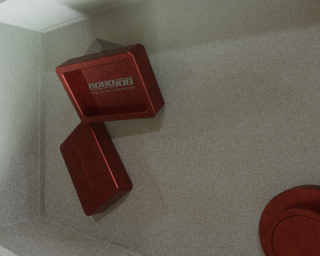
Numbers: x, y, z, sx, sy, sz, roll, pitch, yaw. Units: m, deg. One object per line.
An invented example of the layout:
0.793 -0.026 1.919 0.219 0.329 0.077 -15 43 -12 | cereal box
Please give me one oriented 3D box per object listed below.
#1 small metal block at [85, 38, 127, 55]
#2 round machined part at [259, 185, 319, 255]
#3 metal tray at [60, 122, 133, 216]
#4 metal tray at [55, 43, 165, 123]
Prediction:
-0.082 -0.100 0.456 0.050 0.050 0.025 -44 64 31 | small metal block
0.137 0.104 0.282 0.098 0.042 0.097 0 90 39 | round machined part
-0.104 0.059 0.487 0.090 0.030 0.130 -42 65 31 | metal tray
-0.068 -0.055 0.416 0.130 0.030 0.090 -3 122 31 | metal tray
